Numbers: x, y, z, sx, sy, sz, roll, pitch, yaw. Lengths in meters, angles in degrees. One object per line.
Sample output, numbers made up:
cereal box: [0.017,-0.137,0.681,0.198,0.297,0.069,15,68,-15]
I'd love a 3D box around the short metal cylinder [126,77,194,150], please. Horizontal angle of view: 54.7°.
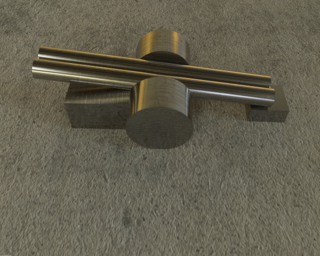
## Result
short metal cylinder: [0.000,-0.017,0.383,0.080,0.080,0.050,1,50,1]

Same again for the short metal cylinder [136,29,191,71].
short metal cylinder: [0.004,-0.093,0.448,0.080,0.080,0.050,1,50,1]

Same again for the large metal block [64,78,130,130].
large metal block: [-0.077,-0.044,0.426,0.080,0.050,0.080,2,50,1]

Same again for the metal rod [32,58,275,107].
metal rod: [-0.004,-0.057,0.394,0.302,0.025,0.025,6,50,-5]

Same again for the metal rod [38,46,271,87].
metal rod: [-0.003,-0.076,0.410,0.302,0.025,0.025,6,50,-5]

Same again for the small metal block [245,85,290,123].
small metal block: [0.147,-0.035,0.435,0.050,0.025,0.050,2,50,2]
